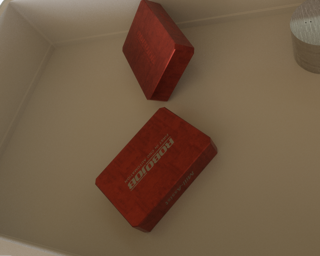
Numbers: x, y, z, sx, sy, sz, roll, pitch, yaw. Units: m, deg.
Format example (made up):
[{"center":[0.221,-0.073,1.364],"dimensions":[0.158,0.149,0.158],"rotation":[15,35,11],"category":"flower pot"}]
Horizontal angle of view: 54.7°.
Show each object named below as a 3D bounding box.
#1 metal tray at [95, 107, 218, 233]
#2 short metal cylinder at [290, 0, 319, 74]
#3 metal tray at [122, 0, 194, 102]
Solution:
[{"center":[-0.006,0.046,0.376],"dimensions":[0.130,0.030,0.090],"rotation":[-48,52,-6],"category":"metal tray"},{"center":[0.194,-0.108,0.354],"dimensions":[0.080,0.050,0.080],"rotation":[-13,56,20],"category":"short metal cylinder"},{"center":[-0.009,-0.111,0.442],"dimensions":[0.089,0.030,0.130],"rotation":[-60,41,35],"category":"metal tray"}]
